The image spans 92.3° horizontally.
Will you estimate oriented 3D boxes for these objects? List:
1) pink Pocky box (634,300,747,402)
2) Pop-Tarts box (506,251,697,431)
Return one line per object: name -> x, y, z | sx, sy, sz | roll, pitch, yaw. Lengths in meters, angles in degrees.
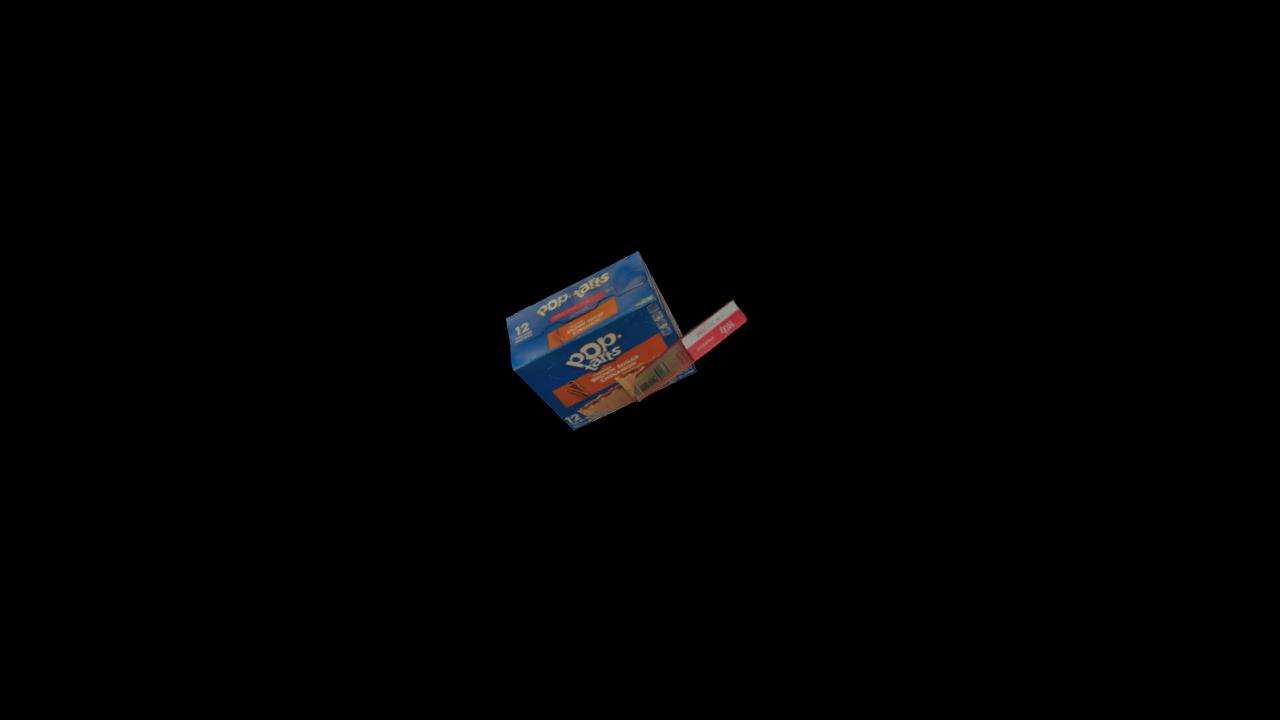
pink Pocky box -> 0.046, -0.006, 0.668 | 0.084, 0.029, 0.155 | -36, -3, -29
Pop-Tarts box -> -0.041, -0.016, 0.694 | 0.167, 0.083, 0.141 | -26, -41, 6
